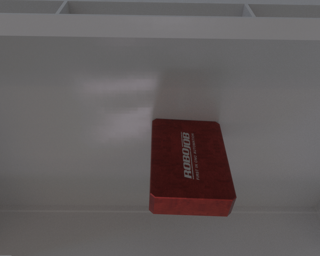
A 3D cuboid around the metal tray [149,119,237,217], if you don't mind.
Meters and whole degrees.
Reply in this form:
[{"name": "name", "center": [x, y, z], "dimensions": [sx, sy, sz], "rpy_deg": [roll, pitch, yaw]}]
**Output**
[{"name": "metal tray", "center": [0.034, 0.042, 0.376], "dimensions": [0.091, 0.130, 0.030], "rpy_deg": [3, 130, -3]}]
